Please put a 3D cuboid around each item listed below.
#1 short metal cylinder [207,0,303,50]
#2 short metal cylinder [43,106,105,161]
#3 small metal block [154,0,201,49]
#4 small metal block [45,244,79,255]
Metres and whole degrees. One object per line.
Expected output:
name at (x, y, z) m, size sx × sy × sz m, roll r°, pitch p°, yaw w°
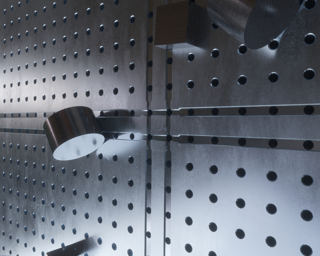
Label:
short metal cylinder at (0.093, -0.124, 0.297) m, size 0.050 × 0.081 × 0.080 m, roll 48°, pitch 119°, yaw 29°
short metal cylinder at (-0.134, 0.009, 0.484) m, size 0.080 × 0.081 × 0.050 m, roll -41°, pitch 65°, yaw 32°
small metal block at (0.021, -0.128, 0.392) m, size 0.050 × 0.025 × 0.050 m, roll 7°, pitch 95°, yaw 39°
small metal block at (-0.179, 0.236, 0.541) m, size 0.025 × 0.050 × 0.050 m, roll 47°, pitch 118°, yaw 30°
